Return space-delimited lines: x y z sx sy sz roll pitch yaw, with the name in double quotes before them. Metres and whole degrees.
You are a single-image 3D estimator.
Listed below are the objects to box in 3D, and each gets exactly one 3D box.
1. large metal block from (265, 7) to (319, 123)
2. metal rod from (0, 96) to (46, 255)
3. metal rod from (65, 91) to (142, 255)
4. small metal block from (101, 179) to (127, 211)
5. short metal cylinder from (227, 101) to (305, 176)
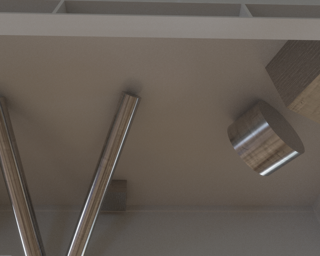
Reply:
"large metal block" 0.166 -0.064 0.321 0.050 0.080 0.080 22 127 -18
"metal rod" -0.182 0.107 0.411 0.025 0.025 0.298 -8 103 6
"metal rod" -0.086 0.095 0.408 0.025 0.025 0.298 18 103 -15
"small metal block" -0.080 0.109 0.501 0.050 0.025 0.050 3 130 -3
"short metal cylinder" 0.131 0.013 0.386 0.080 0.080 0.050 31 123 -24
